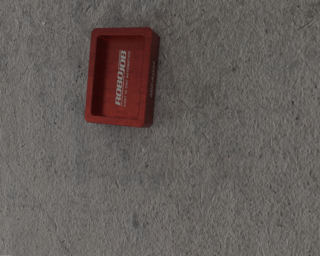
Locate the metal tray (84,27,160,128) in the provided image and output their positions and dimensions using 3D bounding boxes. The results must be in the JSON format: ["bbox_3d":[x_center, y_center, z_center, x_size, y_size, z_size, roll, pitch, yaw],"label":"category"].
[{"bbox_3d":[-0.052,-0.069,0.425,0.090,0.030,0.129,6,92,20],"label":"metal tray"}]
